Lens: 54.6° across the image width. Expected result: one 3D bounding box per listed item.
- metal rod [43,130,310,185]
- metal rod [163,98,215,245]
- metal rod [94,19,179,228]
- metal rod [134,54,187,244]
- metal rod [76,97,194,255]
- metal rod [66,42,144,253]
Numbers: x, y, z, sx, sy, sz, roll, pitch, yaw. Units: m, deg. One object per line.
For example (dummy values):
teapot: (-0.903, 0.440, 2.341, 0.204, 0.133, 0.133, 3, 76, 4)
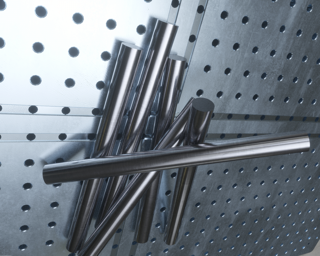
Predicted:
metal rod: (0.013, 0.035, 0.359, 0.301, 0.025, 0.025, -8, 126, 6)
metal rod: (0.033, 0.083, 0.440, 0.025, 0.025, 0.298, -13, 136, -21)
metal rod: (-0.037, 0.014, 0.398, 0.025, 0.025, 0.298, 6, 116, -31)
metal rod: (-0.005, 0.047, 0.436, 0.025, 0.025, 0.298, -4, 120, -27)
metal rod: (-0.037, 0.088, 0.410, 0.025, 0.025, 0.299, 28, 103, -38)
metal rod: (-0.077, 0.041, 0.393, 0.025, 0.025, 0.298, 6, 116, -31)
